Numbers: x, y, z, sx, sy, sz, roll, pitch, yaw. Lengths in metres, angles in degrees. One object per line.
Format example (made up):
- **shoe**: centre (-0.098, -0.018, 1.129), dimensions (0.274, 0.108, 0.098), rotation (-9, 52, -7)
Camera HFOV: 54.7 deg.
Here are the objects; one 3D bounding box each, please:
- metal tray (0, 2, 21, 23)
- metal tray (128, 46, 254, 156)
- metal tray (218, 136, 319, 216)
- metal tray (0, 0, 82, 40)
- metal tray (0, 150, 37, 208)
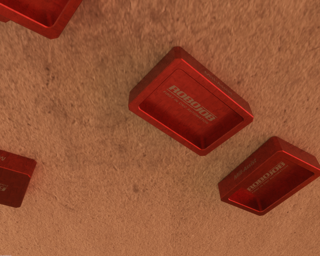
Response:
- **metal tray**: centre (-0.165, -0.166, 0.259), dimensions (0.091, 0.030, 0.129), rotation (15, 129, -13)
- **metal tray**: centre (0.038, -0.026, 0.381), dimensions (0.130, 0.030, 0.090), rotation (33, 122, -26)
- **metal tray**: centre (0.164, 0.078, 0.473), dimensions (0.090, 0.030, 0.129), rotation (25, 126, -20)
- **metal tray**: centre (-0.094, -0.146, 0.247), dimensions (0.090, 0.030, 0.129), rotation (21, 122, -42)
- **metal tray**: centre (-0.261, 0.067, 0.457), dimensions (0.131, 0.030, 0.089), rotation (20, 127, -17)
